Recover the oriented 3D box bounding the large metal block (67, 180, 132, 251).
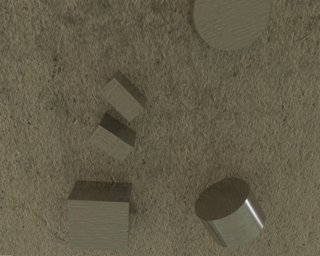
[{"bbox_3d":[-0.083,0.124,0.441,0.081,0.050,0.079,3,110,-2],"label":"large metal block"}]

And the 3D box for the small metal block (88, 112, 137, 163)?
[{"bbox_3d":[-0.060,0.011,0.400,0.050,0.050,0.025,35,106,-12],"label":"small metal block"}]

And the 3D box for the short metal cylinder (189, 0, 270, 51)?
[{"bbox_3d":[0.075,-0.131,0.349,0.081,0.050,0.079,0,110,-1],"label":"short metal cylinder"}]

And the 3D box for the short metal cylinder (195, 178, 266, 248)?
[{"bbox_3d":[0.095,0.114,0.424,0.080,0.080,0.050,-29,108,10],"label":"short metal cylinder"}]

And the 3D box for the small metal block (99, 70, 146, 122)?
[{"bbox_3d":[-0.044,-0.040,0.381,0.025,0.050,0.050,-41,106,13],"label":"small metal block"}]
